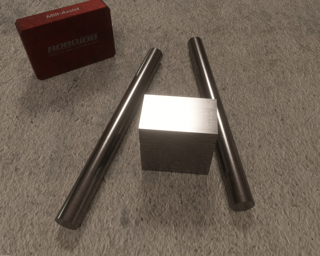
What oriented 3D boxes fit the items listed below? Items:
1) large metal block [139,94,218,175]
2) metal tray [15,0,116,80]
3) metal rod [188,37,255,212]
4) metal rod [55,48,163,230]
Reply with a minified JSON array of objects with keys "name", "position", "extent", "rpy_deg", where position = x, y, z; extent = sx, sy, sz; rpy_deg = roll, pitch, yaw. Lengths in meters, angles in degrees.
[{"name":"large metal block","position":[0.020,0.010,0.360],"extent":[0.080,0.080,0.050],"rpy_deg":[4,50,3]},{"name":"metal tray","position":[-0.137,-0.134,0.472],"extent":[0.131,0.089,0.030],"rpy_deg":[-24,54,-19]},{"name":"metal rod","position":[0.074,-0.030,0.429],"extent":[0.025,0.025,0.300],"rpy_deg":[-4,50,-4]},{"name":"metal rod","position":[-0.052,-0.010,0.411],"extent":[0.025,0.025,0.300],"rpy_deg":[14,51,11]}]
